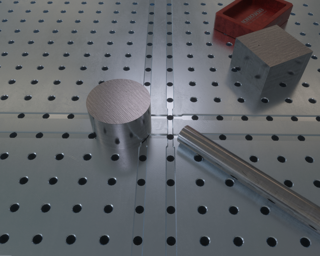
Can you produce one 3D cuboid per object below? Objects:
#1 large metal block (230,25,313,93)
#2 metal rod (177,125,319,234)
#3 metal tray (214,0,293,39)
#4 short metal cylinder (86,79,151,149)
[{"bbox_3d":[0.171,-0.110,0.485,0.081,0.050,0.080,-21,53,-17],"label":"large metal block"},{"bbox_3d":[0.145,0.082,0.339,0.300,0.025,0.025,33,57,24],"label":"metal rod"},{"bbox_3d":[0.176,-0.210,0.582,0.090,0.030,0.131,36,58,26],"label":"metal tray"},{"bbox_3d":[-0.052,-0.019,0.407,0.081,0.050,0.080,0,50,0],"label":"short metal cylinder"}]
